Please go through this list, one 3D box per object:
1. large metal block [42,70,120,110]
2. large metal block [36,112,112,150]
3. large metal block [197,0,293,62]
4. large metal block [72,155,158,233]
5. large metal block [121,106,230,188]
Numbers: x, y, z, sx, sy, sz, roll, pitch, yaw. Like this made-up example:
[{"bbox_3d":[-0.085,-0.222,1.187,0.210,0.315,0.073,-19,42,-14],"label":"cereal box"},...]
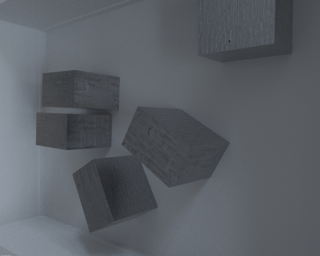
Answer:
[{"bbox_3d":[-0.118,-0.054,0.466,0.080,0.081,0.050,4,93,39],"label":"large metal block"},{"bbox_3d":[-0.132,0.003,0.477,0.080,0.081,0.050,4,93,39],"label":"large metal block"},{"bbox_3d":[0.087,-0.115,0.318,0.080,0.050,0.079,2,91,39],"label":"large metal block"},{"bbox_3d":[-0.060,0.085,0.418,0.050,0.081,0.080,-34,69,34],"label":"large metal block"},{"bbox_3d":[0.018,0.018,0.354,0.080,0.081,0.050,38,113,33],"label":"large metal block"}]
